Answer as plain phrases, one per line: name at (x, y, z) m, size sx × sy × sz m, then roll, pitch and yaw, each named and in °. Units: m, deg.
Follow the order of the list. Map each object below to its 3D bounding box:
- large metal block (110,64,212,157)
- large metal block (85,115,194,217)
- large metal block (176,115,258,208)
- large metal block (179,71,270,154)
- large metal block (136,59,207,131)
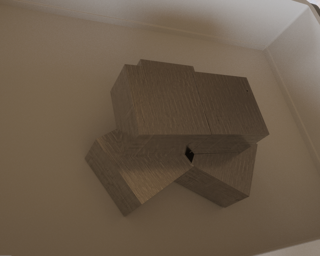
large metal block at (-0.002, -0.017, 0.333) m, size 0.081 × 0.050 × 0.080 m, roll 1°, pitch 62°, yaw -28°
large metal block at (-0.024, 0.039, 0.351) m, size 0.081 × 0.050 × 0.080 m, roll -29°, pitch 78°, yaw -37°
large metal block at (0.072, 0.043, 0.399) m, size 0.080 × 0.050 × 0.080 m, roll 30°, pitch 52°, yaw -9°
large metal block at (0.070, -0.017, 0.369) m, size 0.081 × 0.050 × 0.080 m, roll 1°, pitch 62°, yaw -28°
large metal block at (0.008, -0.041, 0.417) m, size 0.081 × 0.050 × 0.080 m, roll 1°, pitch 61°, yaw -28°
